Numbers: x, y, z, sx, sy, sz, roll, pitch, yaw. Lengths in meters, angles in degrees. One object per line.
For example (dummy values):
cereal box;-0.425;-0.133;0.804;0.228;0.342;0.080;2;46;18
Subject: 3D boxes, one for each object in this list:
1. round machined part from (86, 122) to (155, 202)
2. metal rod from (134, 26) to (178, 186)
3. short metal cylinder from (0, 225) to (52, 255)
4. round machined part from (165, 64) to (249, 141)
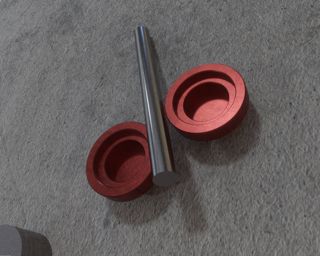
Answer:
round machined part;-0.039;0.044;0.385;0.098;0.042;0.098;-13;56;20
metal rod;-0.013;-0.054;0.410;0.025;0.025;0.300;-24;43;13
short metal cylinder;-0.183;0.165;0.380;0.080;0.050;0.080;-13;56;20
round machined part;0.059;-0.027;0.378;0.098;0.042;0.098;-13;56;20
